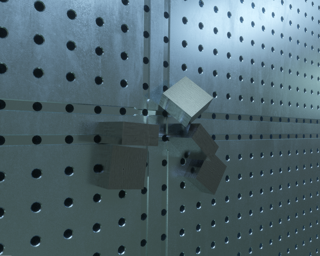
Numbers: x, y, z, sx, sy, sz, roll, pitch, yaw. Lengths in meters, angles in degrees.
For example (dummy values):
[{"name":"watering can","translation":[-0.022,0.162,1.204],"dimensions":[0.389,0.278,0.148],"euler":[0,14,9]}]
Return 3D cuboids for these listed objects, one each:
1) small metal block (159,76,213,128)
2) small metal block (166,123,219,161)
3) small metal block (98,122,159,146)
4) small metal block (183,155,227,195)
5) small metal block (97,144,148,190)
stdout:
[{"name":"small metal block","translation":[0.035,-0.037,0.424],"dimensions":[0.050,0.025,0.050],"euler":[41,56,13]},{"name":"small metal block","translation":[0.045,0.019,0.433],"dimensions":[0.050,0.050,0.025],"euler":[48,61,-30]},{"name":"small metal block","translation":[-0.037,0.007,0.364],"dimensions":[0.050,0.050,0.025],"euler":[5,87,-40]},{"name":"small metal block","translation":[0.070,0.066,0.470],"dimensions":[0.050,0.025,0.050],"euler":[43,64,-32]},{"name":"small metal block","translation":[-0.045,0.047,0.374],"dimensions":[0.050,0.025,0.050],"euler":[10,84,-40]}]
